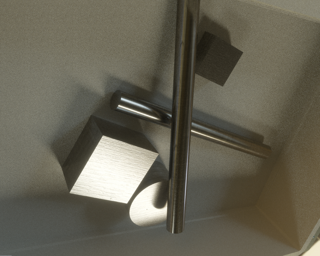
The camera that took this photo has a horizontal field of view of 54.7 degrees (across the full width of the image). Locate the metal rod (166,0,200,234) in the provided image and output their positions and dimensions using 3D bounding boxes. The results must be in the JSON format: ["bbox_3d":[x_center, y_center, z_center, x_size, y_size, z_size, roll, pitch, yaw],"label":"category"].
[{"bbox_3d":[0.026,-0.005,0.380,0.025,0.025,0.298,-6,109,-26],"label":"metal rod"}]

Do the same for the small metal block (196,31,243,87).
[{"bbox_3d":[0.069,-0.087,0.395,0.050,0.025,0.050,18,109,-36],"label":"small metal block"}]

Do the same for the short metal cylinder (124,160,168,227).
[{"bbox_3d":[-0.014,0.093,0.444,0.081,0.050,0.079,-14,125,-21],"label":"short metal cylinder"}]

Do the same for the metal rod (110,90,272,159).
[{"bbox_3d":[0.065,0.004,0.449,0.302,0.025,0.025,18,109,-36],"label":"metal rod"}]

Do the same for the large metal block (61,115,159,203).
[{"bbox_3d":[-0.062,0.041,0.385,0.080,0.050,0.080,22,107,-37],"label":"large metal block"}]
